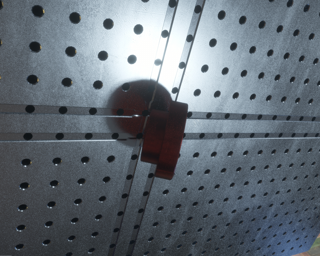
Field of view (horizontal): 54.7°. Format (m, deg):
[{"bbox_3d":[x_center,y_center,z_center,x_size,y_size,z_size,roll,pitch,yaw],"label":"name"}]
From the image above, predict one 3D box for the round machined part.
[{"bbox_3d":[0.003,0.013,0.387,0.042,0.098,0.097,13,116,1],"label":"round machined part"}]
